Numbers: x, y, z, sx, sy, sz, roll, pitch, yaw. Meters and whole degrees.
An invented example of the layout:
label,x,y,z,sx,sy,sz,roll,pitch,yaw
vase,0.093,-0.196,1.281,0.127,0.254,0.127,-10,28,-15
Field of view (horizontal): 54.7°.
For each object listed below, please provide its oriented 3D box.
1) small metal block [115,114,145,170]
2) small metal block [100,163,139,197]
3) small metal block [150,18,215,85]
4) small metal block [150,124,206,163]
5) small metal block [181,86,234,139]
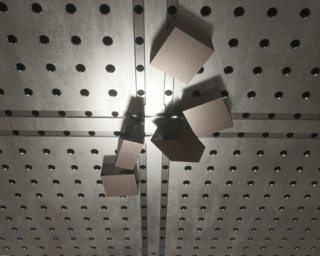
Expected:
label,x,y,z,sx,sy,sz,roll,pitch,yaw
small metal block,-0.040,0.019,0.411,0.025,0.050,0.050,14,129,-12
small metal block,-0.061,0.080,0.479,0.050,0.025,0.050,-4,130,2
small metal block,0.023,-0.083,0.341,0.050,0.025,0.050,25,126,-21
small metal block,0.024,0.021,0.416,0.050,0.025,0.050,-3,139,45
small metal block,0.061,-0.019,0.396,0.050,0.025,0.050,-20,128,15
